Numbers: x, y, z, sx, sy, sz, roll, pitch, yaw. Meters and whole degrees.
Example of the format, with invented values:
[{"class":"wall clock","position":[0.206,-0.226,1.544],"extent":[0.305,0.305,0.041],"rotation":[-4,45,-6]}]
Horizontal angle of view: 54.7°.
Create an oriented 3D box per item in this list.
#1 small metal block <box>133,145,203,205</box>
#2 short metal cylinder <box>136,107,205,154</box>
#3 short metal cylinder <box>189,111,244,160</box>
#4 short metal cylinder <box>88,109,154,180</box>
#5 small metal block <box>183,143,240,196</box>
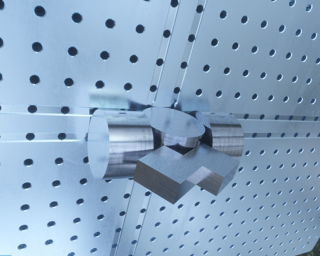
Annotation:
[{"class":"small metal block","position":[0.009,0.047,0.324],"extent":[0.050,0.050,0.025],"rotation":[-25,136,-54]},{"class":"short metal cylinder","position":[0.011,0.013,0.389],"extent":[0.081,0.080,0.050],"rotation":[1,118,-29]},{"class":"short metal cylinder","position":[0.067,0.017,0.422],"extent":[0.050,0.080,0.079],"rotation":[1,118,-28]},{"class":"short metal cylinder","position":[-0.048,0.019,0.360],"extent":[0.050,0.080,0.079],"rotation":[1,118,-29]},{"class":"small metal block","position":[0.056,0.045,0.354],"extent":[0.050,0.050,0.025],"rotation":[-24,135,-54]}]
